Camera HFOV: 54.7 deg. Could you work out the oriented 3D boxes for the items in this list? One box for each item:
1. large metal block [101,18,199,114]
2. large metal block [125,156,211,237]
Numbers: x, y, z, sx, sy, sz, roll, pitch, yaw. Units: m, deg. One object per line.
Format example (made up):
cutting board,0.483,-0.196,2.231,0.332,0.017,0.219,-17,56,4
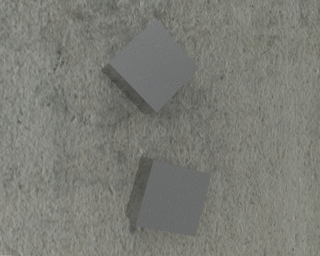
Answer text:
large metal block,-0.013,-0.074,0.392,0.080,0.050,0.080,46,75,-15
large metal block,0.010,0.087,0.401,0.081,0.050,0.080,17,84,-20
